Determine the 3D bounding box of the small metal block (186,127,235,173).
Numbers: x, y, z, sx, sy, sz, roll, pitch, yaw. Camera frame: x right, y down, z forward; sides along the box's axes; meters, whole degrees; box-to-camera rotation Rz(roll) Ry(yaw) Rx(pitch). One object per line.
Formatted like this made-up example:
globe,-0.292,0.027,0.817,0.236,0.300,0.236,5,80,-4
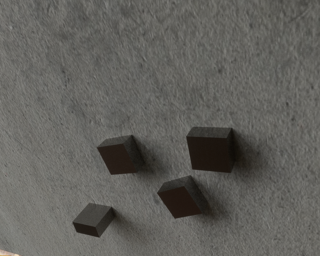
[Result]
small metal block,0.065,0.027,0.389,0.050,0.025,0.050,2,119,27

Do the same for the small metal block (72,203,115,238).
small metal block,-0.117,0.163,0.551,0.050,0.050,0.025,2,119,27

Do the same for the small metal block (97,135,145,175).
small metal block,-0.058,0.041,0.461,0.050,0.025,0.050,-10,114,32

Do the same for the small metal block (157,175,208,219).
small metal block,0.033,0.101,0.451,0.050,0.025,0.050,-23,106,36
